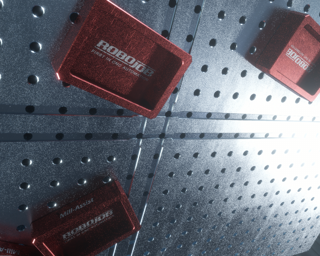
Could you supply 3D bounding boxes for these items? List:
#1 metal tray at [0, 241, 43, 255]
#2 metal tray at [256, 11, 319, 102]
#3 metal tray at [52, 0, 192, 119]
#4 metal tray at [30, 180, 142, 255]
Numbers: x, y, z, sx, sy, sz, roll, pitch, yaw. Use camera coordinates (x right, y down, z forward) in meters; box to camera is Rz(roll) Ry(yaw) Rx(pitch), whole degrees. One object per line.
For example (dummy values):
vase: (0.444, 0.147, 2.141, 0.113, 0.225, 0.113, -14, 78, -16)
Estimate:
metal tray: (-0.229, 0.189, 0.400, 0.130, 0.030, 0.090, 33, 100, -39)
metal tray: (0.213, -0.102, 0.464, 0.131, 0.030, 0.090, 20, 108, -36)
metal tray: (-0.037, -0.073, 0.343, 0.131, 0.030, 0.090, 23, 106, -37)
metal tray: (-0.101, 0.141, 0.441, 0.131, 0.030, 0.090, -26, 128, -12)
